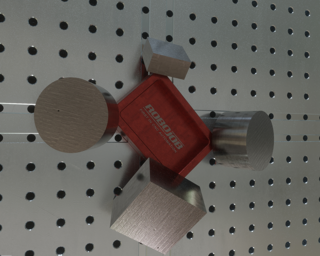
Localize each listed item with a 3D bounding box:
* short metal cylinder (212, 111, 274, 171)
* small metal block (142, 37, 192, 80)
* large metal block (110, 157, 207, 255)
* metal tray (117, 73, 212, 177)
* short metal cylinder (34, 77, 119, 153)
[{"bbox_3d":[0.115,0.017,0.425,0.081,0.050,0.079,-1,91,-46],"label":"short metal cylinder"},{"bbox_3d":[0.007,-0.090,0.399,0.050,0.050,0.025,10,125,-20],"label":"small metal block"},{"bbox_3d":[-0.003,0.096,0.380,0.080,0.050,0.080,33,110,-18],"label":"large metal block"},{"bbox_3d":[0.004,0.001,0.411,0.090,0.030,0.130,-43,104,-15],"label":"metal tray"},{"bbox_3d":[-0.091,-0.014,0.350,0.080,0.050,0.079,0,91,5],"label":"short metal cylinder"}]
